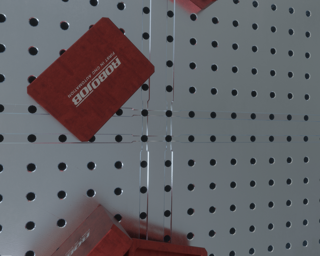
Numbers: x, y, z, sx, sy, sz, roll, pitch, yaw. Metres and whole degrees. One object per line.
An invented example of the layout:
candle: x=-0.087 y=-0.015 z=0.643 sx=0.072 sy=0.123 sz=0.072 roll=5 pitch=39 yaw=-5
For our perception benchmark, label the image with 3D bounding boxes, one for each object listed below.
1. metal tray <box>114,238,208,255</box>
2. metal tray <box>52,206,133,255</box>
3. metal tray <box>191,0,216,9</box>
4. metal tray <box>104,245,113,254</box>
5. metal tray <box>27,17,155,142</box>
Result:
metal tray: x=0.004 y=0.188 z=0.374 sx=0.131 sy=0.030 sz=0.090 roll=23 pitch=56 yaw=-35
metal tray: x=-0.095 y=0.154 z=0.343 sx=0.130 sy=0.090 sz=0.030 roll=-46 pitch=104 yaw=-14
metal tray: x=0.037 y=-0.240 z=0.423 sx=0.130 sy=0.030 sz=0.090 roll=31 pitch=80 yaw=-18
metal tray: x=-0.051 y=0.210 z=0.385 sx=0.130 sy=0.030 sz=0.090 roll=43 pitch=76 yaw=-20
metal tray: x=-0.081 y=-0.058 z=0.380 sx=0.090 sy=0.030 sz=0.130 roll=45 pitch=76 yaw=-15
